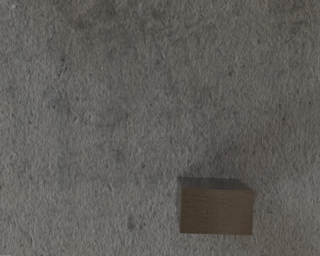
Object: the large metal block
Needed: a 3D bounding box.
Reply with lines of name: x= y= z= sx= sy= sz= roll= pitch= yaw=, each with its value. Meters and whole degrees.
large metal block: x=0.063 y=0.093 z=0.383 sx=0.081 sy=0.080 sz=0.050 roll=2 pitch=90 yaw=-1
